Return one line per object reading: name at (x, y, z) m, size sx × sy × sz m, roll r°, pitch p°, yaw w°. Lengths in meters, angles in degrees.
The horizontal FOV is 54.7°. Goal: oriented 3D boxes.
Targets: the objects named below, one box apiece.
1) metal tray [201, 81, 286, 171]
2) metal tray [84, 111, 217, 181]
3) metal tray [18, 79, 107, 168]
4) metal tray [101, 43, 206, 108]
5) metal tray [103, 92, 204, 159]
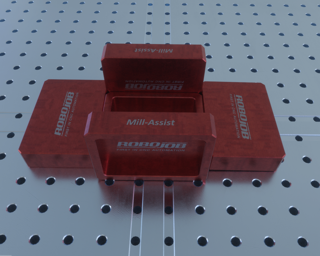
metal tray at (0.102, -0.007, 0.409) m, size 0.091 × 0.030 × 0.130 m, roll 2°, pitch 50°, yaw -1°
metal tray at (-0.010, 0.023, 0.344) m, size 0.131 × 0.089 × 0.030 m, roll 1°, pitch 50°, yaw 0°
metal tray at (-0.120, -0.010, 0.411) m, size 0.091 × 0.030 × 0.130 m, roll 1°, pitch 50°, yaw 0°
metal tray at (-0.008, -0.069, 0.423) m, size 0.131 × 0.089 × 0.030 m, roll 1°, pitch 50°, yaw 0°
metal tray at (-0.009, -0.005, 0.406) m, size 0.131 × 0.030 × 0.090 m, roll 1°, pitch 50°, yaw 0°
